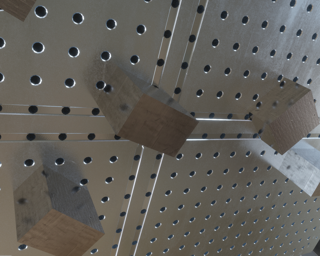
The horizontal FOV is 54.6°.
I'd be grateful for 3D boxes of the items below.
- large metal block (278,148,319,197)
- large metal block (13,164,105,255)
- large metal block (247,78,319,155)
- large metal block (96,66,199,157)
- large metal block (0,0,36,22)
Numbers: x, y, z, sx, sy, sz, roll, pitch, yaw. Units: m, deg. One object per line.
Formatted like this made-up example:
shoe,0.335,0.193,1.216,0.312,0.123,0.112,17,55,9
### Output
large metal block,0.288,0.081,0.582,0.081,0.080,0.050,3,117,-30
large metal block,-0.122,0.101,0.371,0.050,0.080,0.080,-44,129,2
large metal block,0.196,-0.017,0.490,0.080,0.050,0.080,-40,129,-1
large metal block,-0.016,-0.019,0.354,0.080,0.080,0.050,24,105,-37
large metal block,-0.125,-0.144,0.237,0.080,0.050,0.080,28,103,-38
